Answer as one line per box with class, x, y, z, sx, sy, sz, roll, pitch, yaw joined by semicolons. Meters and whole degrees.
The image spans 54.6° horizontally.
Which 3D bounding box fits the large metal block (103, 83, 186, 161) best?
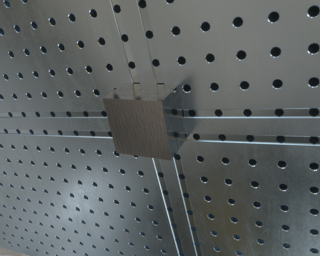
large metal block;-0.018;-0.010;0.399;0.080;0.050;0.080;5;121;25
